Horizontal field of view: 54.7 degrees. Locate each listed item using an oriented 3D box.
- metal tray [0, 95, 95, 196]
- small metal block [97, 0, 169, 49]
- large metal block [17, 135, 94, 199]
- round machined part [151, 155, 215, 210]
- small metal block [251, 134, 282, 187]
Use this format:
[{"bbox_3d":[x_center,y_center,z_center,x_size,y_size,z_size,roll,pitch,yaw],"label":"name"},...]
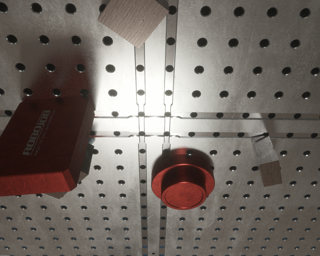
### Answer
[{"bbox_3d":[-0.131,0.014,0.353,0.091,0.130,0.030,-5,130,3],"label":"metal tray"},{"bbox_3d":[-0.026,-0.117,0.311,0.050,0.025,0.050,30,124,-24],"label":"small metal block"},{"bbox_3d":[-0.150,0.046,0.426,0.080,0.050,0.080,31,128,-28],"label":"large metal block"},{"bbox_3d":[0.036,0.090,0.478,0.099,0.042,0.097,-1,130,0],"label":"round machined part"},{"bbox_3d":[0.150,0.046,0.437,0.025,0.050,0.050,-15,129,12],"label":"small metal block"}]
